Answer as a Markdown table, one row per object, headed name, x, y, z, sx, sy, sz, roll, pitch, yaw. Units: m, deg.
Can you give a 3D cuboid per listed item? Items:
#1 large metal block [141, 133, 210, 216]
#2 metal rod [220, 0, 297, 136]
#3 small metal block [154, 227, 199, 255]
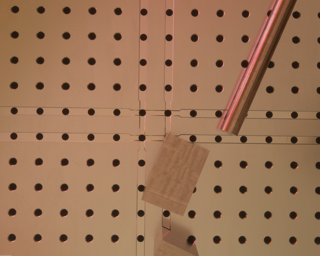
| name | x | y | z | sx | sy | sz | roll | pitch | yaw |
| --- | --- | --- | --- | --- | --- | --- | --- | --- | --- |
| large metal block | 0.017 | 0.053 | 0.386 | 0.050 | 0.080 | 0.080 | 22 | 90 | -1 |
| metal rod | 0.152 | -0.130 | 0.415 | 0.025 | 0.025 | 0.299 | 24 | 90 | -1 |
| small metal block | 0.020 | 0.158 | 0.401 | 0.050 | 0.050 | 0.025 | 26 | 90 | -1 |
